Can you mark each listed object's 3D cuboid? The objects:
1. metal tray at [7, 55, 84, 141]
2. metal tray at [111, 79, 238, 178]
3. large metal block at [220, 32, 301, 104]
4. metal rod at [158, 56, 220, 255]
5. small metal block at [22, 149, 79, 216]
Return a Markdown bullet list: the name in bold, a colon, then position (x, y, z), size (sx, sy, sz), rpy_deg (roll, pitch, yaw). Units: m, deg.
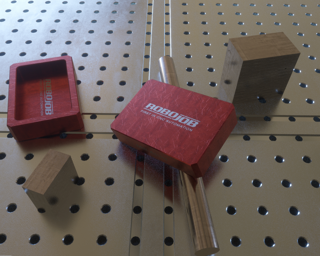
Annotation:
- **metal tray**: position (-0.163, -0.047, 0.441), size (0.091, 0.030, 0.130), rpy_deg (-12, 51, -10)
- **metal tray**: position (0.015, -0.005, 0.379), size (0.130, 0.030, 0.090), rpy_deg (22, 65, 33)
- **large metal block**: position (0.139, -0.085, 0.445), size (0.081, 0.080, 0.050), rpy_deg (-10, 51, -8)
- **metal rod**: position (0.028, 0.008, 0.400), size (0.025, 0.025, 0.300), rpy_deg (-5, 50, -5)
- **small metal block**: position (-0.117, 0.060, 0.340), size (0.025, 0.050, 0.050), rpy_deg (16, 52, 13)
